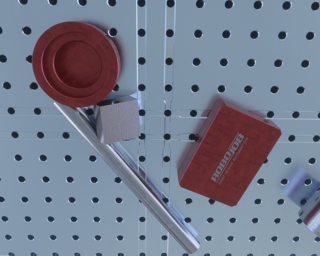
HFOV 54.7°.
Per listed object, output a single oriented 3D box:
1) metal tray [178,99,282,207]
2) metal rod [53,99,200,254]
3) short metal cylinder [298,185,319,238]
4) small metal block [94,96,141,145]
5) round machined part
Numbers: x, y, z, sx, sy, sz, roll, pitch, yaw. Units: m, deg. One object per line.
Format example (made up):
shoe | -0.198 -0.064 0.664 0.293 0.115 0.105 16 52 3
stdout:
metal tray | 0.092 0.036 0.426 0.090 0.030 0.129 23 108 -9
metal rod | -0.038 0.073 0.439 0.025 0.025 0.300 -35 107 12
short metal cylinder | 0.245 0.125 0.434 0.080 0.080 0.050 27 108 -10
small metal block | -0.055 -0.011 0.397 0.050 0.025 0.050 -14 113 -27
round machined part | -0.097 -0.077 0.373 0.099 0.042 0.097 0 107 -1
